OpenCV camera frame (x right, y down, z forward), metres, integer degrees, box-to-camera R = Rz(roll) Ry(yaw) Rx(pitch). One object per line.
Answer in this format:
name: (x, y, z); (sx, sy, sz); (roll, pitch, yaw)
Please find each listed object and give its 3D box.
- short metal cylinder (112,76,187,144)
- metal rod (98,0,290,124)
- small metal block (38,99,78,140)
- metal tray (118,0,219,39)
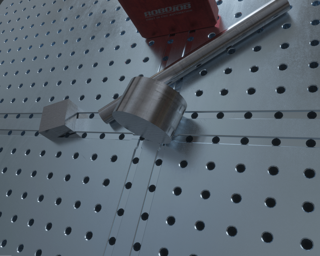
short metal cylinder: (-0.013, -0.021, 0.391); (0.080, 0.080, 0.050); (14, 69, 33)
metal rod: (0.043, -0.094, 0.441); (0.300, 0.025, 0.025); (-31, 52, 7)
small metal block: (-0.164, -0.014, 0.500); (0.050, 0.025, 0.050); (-15, 56, 19)
metal tray: (0.014, -0.188, 0.473); (0.130, 0.090, 0.030); (-2, 61, 26)
